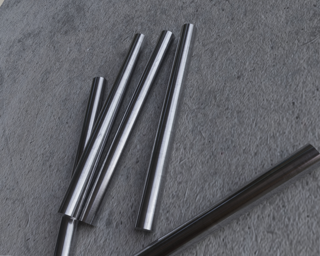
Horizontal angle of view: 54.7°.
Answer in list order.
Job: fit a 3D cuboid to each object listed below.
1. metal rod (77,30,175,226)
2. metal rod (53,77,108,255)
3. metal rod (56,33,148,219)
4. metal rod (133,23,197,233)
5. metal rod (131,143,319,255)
[{"bbox_3d":[-0.039,-0.014,0.433,0.025,0.025,0.300,8,65,32],"label":"metal rod"},{"bbox_3d":[-0.107,0.055,0.426,0.025,0.025,0.299,-9,57,23],"label":"metal rod"},{"bbox_3d":[-0.071,-0.021,0.439,0.025,0.025,0.300,0,57,28],"label":"metal rod"},{"bbox_3d":[0.014,-0.018,0.408,0.025,0.025,0.300,-1,61,28],"label":"metal rod"},{"bbox_3d":[0.030,0.109,0.320,0.300,0.025,0.025,-34,51,5],"label":"metal rod"}]
